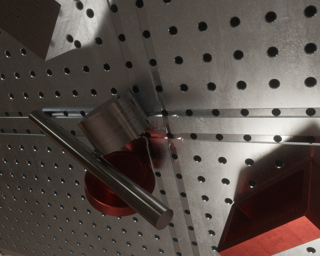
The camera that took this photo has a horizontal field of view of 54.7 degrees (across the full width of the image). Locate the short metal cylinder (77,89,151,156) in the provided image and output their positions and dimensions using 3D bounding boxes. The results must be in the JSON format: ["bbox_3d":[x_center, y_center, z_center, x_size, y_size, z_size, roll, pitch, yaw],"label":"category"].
[{"bbox_3d":[-0.059,-0.008,0.400,0.080,0.080,0.050,-22,106,36],"label":"short metal cylinder"}]

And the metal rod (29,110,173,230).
[{"bbox_3d":[-0.099,0.039,0.414,0.300,0.025,0.025,29,132,38],"label":"metal rod"}]

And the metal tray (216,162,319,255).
[{"bbox_3d":[0.131,0.103,0.363,0.030,0.090,0.129,44,129,-2],"label":"metal tray"}]

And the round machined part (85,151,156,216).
[{"bbox_3d":[-0.055,0.070,0.433,0.098,0.098,0.042,23,131,14],"label":"round machined part"}]

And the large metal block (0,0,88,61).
[{"bbox_3d":[-0.147,-0.144,0.381,0.080,0.050,0.080,37,129,2],"label":"large metal block"}]
